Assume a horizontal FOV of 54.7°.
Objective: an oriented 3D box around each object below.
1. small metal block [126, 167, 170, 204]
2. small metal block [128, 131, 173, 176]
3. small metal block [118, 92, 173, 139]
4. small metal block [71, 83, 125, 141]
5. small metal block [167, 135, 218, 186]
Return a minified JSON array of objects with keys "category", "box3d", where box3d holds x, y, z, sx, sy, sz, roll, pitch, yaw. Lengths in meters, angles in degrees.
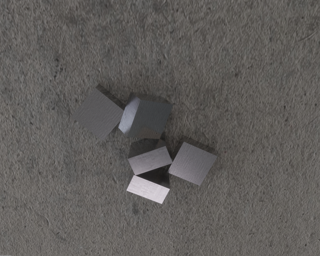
[{"category":"small metal block","box3d":[-0.015,0.071,0.422,0.050,0.050,0.025,23,109,-8]},{"category":"small metal block","box3d":[-0.012,0.032,0.408,0.050,0.050,0.025,-19,109,7]},{"category":"small metal block","box3d":[-0.018,-0.015,0.391,0.050,0.025,0.050,5,114,-39]},{"category":"small metal block","box3d":[-0.077,-0.021,0.401,0.050,0.025,0.050,39,105,-13]},{"category":"small metal block","box3d":[0.043,0.044,0.426,0.050,0.025,0.050,24,108,-9]}]
